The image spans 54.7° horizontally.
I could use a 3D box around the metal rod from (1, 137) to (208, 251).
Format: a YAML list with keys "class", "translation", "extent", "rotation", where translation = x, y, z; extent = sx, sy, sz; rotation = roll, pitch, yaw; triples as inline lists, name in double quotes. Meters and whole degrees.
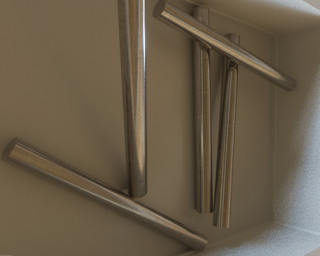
- class: "metal rod"
  translation: [-0.040, 0.094, 0.372]
  extent: [0.301, 0.025, 0.025]
  rotation: [37, 68, -34]

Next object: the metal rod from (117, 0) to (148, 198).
- class: "metal rod"
  translation: [-0.026, -0.050, 0.310]
  extent: [0.025, 0.025, 0.298]
  rotation: [-26, 129, -37]

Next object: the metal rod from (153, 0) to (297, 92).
- class: "metal rod"
  translation: [0.116, -0.111, 0.465]
  extent: [0.302, 0.025, 0.025]
  rotation: [16, 80, -36]

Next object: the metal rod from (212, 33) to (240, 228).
- class: "metal rod"
  translation: [0.103, -0.003, 0.477]
  extent: [0.025, 0.025, 0.299]
  rotation: [15, 76, -39]

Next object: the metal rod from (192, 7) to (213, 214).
- class: "metal rod"
  translation: [0.063, -0.025, 0.459]
  extent: [0.025, 0.025, 0.298]
  rotation: [-2, 92, -40]
